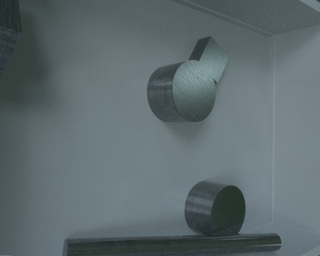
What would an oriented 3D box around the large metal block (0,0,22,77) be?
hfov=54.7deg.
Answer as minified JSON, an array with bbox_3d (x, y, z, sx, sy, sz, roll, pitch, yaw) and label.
[{"bbox_3d":[-0.158,-0.093,0.235,0.081,0.050,0.080,8,51,-40],"label":"large metal block"}]

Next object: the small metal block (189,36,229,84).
[{"bbox_3d":[0.073,-0.101,0.470,0.050,0.025,0.050,39,66,-33],"label":"small metal block"}]

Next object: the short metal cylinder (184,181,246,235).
[{"bbox_3d":[0.083,0.122,0.463,0.081,0.050,0.079,0,90,-40],"label":"short metal cylinder"}]

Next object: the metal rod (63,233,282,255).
[{"bbox_3d":[0.035,0.149,0.391,0.302,0.025,0.025,8,85,-26],"label":"metal rod"}]

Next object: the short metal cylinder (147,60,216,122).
[{"bbox_3d":[0.029,-0.048,0.417,0.081,0.050,0.079,0,90,-40],"label":"short metal cylinder"}]
